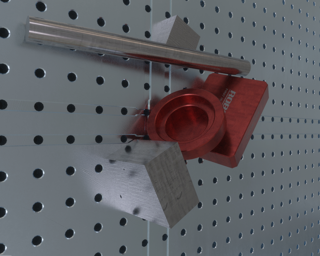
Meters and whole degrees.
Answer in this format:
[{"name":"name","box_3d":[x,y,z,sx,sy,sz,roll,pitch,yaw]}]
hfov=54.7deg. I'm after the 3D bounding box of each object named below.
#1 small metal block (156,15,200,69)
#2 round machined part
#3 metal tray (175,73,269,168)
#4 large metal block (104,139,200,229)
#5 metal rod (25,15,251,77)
[{"name":"small metal block","box_3d":[0.024,-0.118,0.429,0.050,0.025,0.050,31,71,-36]},{"name":"round machined part","box_3d":[0.036,-0.001,0.398,0.098,0.098,0.042,-59,146,-24]},{"name":"metal tray","box_3d":[0.088,-0.016,0.437,0.130,0.090,0.030,-58,146,-24]},{"name":"large metal block","box_3d":[-0.010,0.061,0.365,0.050,0.080,0.080,-33,111,-35]},{"name":"metal rod","box_3d":[-0.001,-0.093,0.382,0.302,0.025,0.025,2,89,-32]}]
